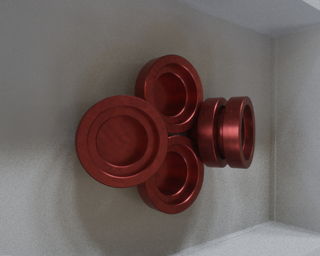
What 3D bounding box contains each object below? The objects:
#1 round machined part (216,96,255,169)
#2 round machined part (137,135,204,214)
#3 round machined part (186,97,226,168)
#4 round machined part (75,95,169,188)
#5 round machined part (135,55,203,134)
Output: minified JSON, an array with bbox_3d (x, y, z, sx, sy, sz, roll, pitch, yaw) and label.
[{"bbox_3d":[0.100,0.006,0.426,0.098,0.042,0.097,0,90,-62],"label":"round machined part"},{"bbox_3d":[0.008,0.057,0.400,0.099,0.042,0.097,0,90,-40],"label":"round machined part"},{"bbox_3d":[0.070,0.006,0.438,0.098,0.042,0.097,2,87,-62],"label":"round machined part"},{"bbox_3d":[-0.044,0.014,0.343,0.099,0.042,0.097,0,90,-19],"label":"round machined part"},{"bbox_3d":[0.007,-0.042,0.398,0.099,0.042,0.097,0,90,-40],"label":"round machined part"}]
